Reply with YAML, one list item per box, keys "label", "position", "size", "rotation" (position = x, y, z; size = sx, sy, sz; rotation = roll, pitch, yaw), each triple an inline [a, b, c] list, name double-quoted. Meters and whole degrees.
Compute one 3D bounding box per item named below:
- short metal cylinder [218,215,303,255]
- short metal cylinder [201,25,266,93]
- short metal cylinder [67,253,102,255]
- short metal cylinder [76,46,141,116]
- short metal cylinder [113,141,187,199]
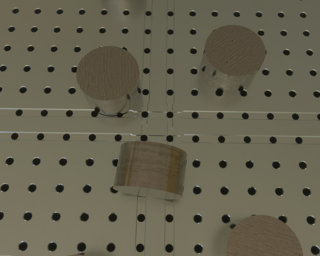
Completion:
- label: "short metal cylinder"
  position: [0.110, 0.141, 0.348]
  size: [0.081, 0.050, 0.080]
  rotation: [0, 70, 0]
- label: "short metal cylinder"
  position: [0.100, -0.096, 0.434]
  size: [0.081, 0.050, 0.080]
  rotation: [0, 70, 0]
- label: "short metal cylinder"
  position: [-0.087, 0.178, 0.333]
  size: [0.081, 0.050, 0.080]
  rotation: [0, 70, 0]
- label: "short metal cylinder"
  position: [-0.067, -0.063, 0.421]
  size: [0.081, 0.050, 0.080]
  rotation: [0, 70, 0]
- label: "short metal cylinder"
  position: [-0.011, 0.052, 0.363]
  size: [0.080, 0.080, 0.050]
  rotation: [7, 70, 2]
